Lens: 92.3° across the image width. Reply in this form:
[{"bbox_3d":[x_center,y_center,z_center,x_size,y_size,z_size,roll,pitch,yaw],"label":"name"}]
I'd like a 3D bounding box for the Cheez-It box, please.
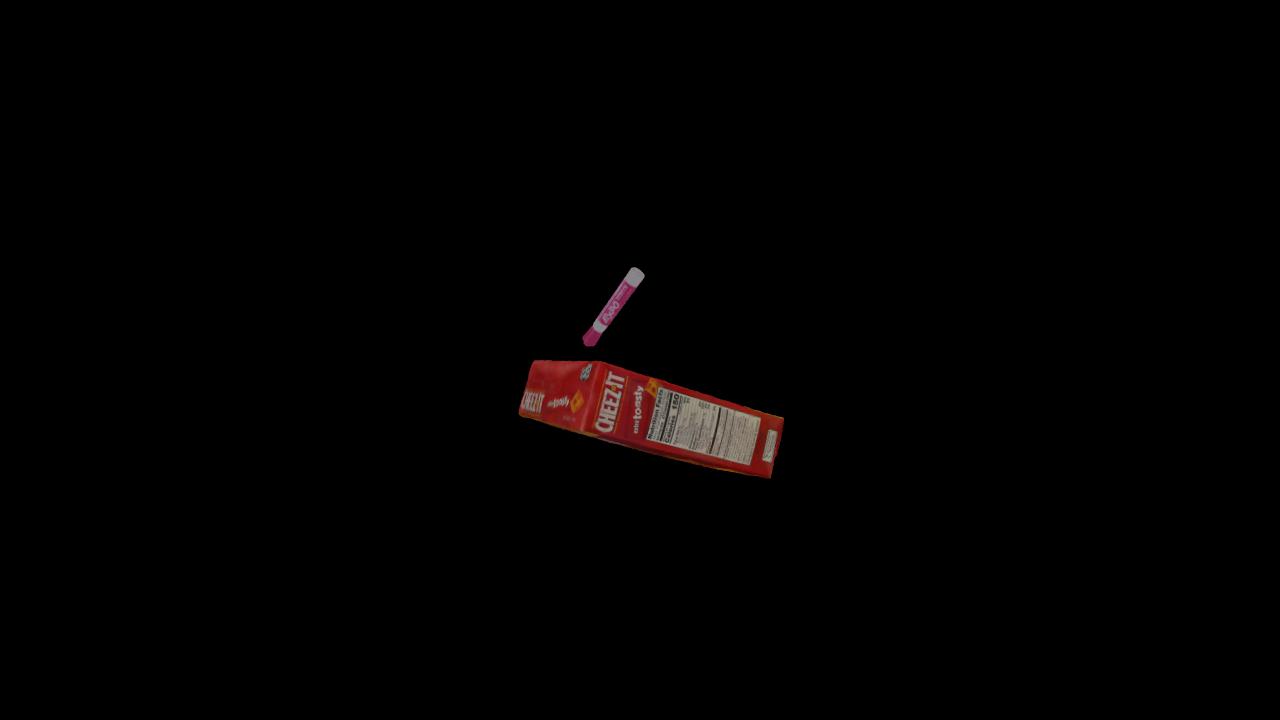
[{"bbox_3d":[0.009,0.059,0.634,0.223,0.071,0.166,19,-10,-29],"label":"Cheez-It box"}]

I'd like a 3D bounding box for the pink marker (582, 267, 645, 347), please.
[{"bbox_3d":[-0.034,-0.060,0.740,0.020,0.020,0.121,0,-43,-47],"label":"pink marker"}]
